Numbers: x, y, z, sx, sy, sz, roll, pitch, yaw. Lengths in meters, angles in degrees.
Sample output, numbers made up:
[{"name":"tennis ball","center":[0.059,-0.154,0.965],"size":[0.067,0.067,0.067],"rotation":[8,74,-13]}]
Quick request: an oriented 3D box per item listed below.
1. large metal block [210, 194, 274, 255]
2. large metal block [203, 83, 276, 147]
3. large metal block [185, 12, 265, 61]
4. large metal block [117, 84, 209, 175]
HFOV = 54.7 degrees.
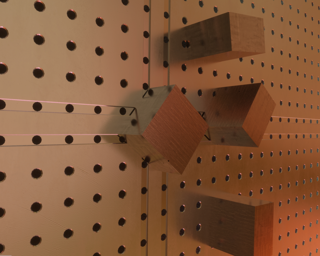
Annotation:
[{"name":"large metal block","center":[0.126,0.151,0.482],"size":[0.050,0.080,0.079],"rotation":[3,88,-40]},{"name":"large metal block","center":[0.118,-0.019,0.475],"size":[0.050,0.080,0.080],"rotation":[45,63,-31]},{"name":"large metal block","center":[0.096,-0.130,0.456],"size":[0.081,0.080,0.050],"rotation":[-9,96,-40]},{"name":"large metal block","center":[0.007,0.002,0.401],"size":[0.080,0.050,0.080],"rotation":[47,62,-30]}]
